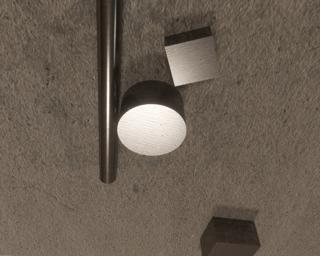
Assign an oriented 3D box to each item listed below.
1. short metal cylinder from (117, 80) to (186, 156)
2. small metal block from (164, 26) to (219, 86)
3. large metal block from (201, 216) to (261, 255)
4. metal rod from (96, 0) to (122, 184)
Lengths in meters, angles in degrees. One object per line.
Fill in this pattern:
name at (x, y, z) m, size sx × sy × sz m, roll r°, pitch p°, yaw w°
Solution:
short metal cylinder at (-0.010, -0.012, 0.381) m, size 0.081 × 0.050 × 0.079 m, roll 0°, pitch 130°, yaw 0°
small metal block at (0.035, -0.078, 0.341) m, size 0.050 × 0.025 × 0.050 m, roll -11°, pitch 130°, yaw 9°
large metal block at (0.127, 0.212, 0.574) m, size 0.081 × 0.050 × 0.079 m, roll 9°, pitch 130°, yaw -8°
metal rod at (-0.062, -0.038, 0.373) m, size 0.025 × 0.025 × 0.298 m, roll 5°, pitch 130°, yaw -5°
